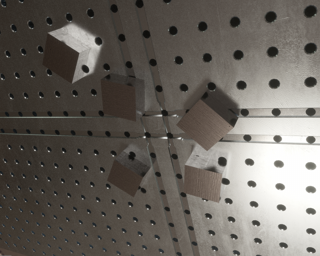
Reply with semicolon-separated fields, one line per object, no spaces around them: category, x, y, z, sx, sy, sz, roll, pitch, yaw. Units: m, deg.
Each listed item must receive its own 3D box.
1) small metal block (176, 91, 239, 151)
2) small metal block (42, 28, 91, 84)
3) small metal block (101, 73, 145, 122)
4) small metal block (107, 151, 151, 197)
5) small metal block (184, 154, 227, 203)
small metal block;0.057;-0.008;0.375;0.050;0.025;0.050;41;129;0
small metal block;-0.126;-0.096;0.416;0.050;0.025;0.050;33;129;6
small metal block;-0.048;-0.041;0.410;0.050;0.025;0.050;14;124;19
small metal block;-0.049;0.072;0.480;0.050;0.025;0.050;30;128;8
small metal block;0.061;0.068;0.420;0.050;0.025;0.050;12;124;21
